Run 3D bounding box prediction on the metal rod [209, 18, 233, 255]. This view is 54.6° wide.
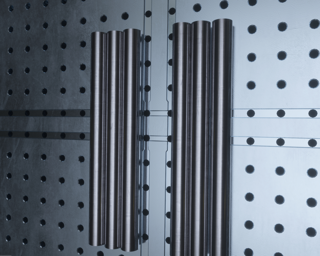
[{"bbox_3d":[0.076,0.017,0.385,0.025,0.025,0.298,1,90,20],"label":"metal rod"}]

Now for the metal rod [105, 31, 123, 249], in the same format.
[{"bbox_3d":[-0.063,0.016,0.435,0.025,0.025,0.298,1,90,20],"label":"metal rod"}]

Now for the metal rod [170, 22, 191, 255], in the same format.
[{"bbox_3d":[0.027,0.016,0.403,0.025,0.025,0.298,1,90,20],"label":"metal rod"}]

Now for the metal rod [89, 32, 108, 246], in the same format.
[{"bbox_3d":[-0.088,0.015,0.444,0.025,0.025,0.298,1,90,20],"label":"metal rod"}]

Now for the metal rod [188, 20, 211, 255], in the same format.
[{"bbox_3d":[0.050,0.017,0.394,0.025,0.025,0.298,1,90,20],"label":"metal rod"}]

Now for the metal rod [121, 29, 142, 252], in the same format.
[{"bbox_3d":[-0.040,0.016,0.426,0.025,0.025,0.298,1,90,20],"label":"metal rod"}]
